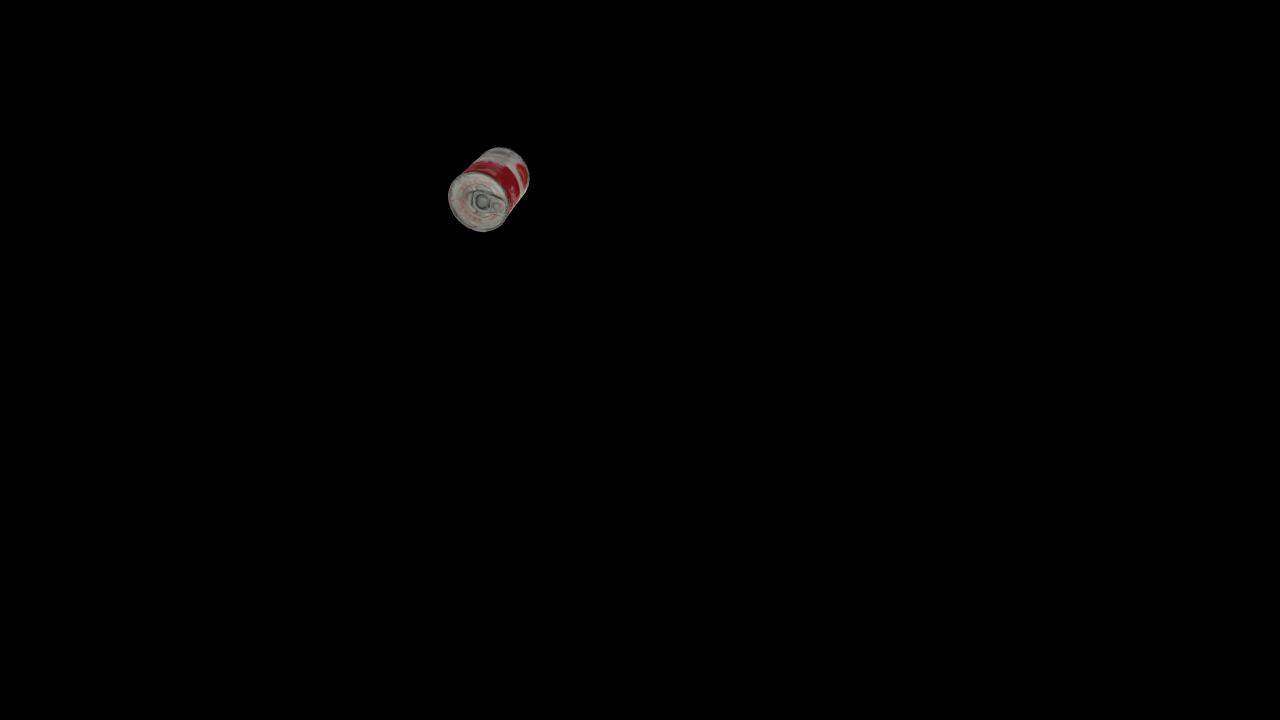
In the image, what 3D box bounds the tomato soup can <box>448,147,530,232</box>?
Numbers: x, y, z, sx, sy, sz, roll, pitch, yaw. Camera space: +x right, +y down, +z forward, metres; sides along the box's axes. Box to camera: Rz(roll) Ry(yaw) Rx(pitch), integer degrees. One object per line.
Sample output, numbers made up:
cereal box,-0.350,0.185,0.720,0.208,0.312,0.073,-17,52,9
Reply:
tomato soup can,-0.170,-0.198,0.705,0.068,0.068,0.101,0,34,6
